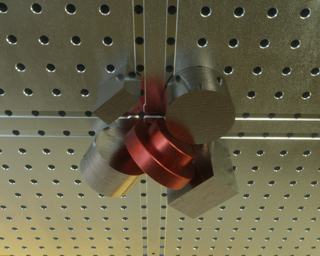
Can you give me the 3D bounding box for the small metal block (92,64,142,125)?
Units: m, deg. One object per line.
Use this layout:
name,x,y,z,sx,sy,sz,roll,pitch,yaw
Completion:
small metal block,-0.049,-0.039,0.361,0.050,0.050,0.025,-34,122,25

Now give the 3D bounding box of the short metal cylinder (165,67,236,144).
short metal cylinder,0.046,-0.026,0.373,0.081,0.050,0.079,0,130,0

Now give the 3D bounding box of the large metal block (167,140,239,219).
large metal block,0.056,0.067,0.434,0.050,0.080,0.080,36,121,-27

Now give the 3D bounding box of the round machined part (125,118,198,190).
round machined part,0.008,0.025,0.386,0.098,0.098,0.042,34,110,-26

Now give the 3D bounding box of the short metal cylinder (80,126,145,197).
short metal cylinder,-0.058,0.044,0.412,0.080,0.080,0.050,25,126,-20
